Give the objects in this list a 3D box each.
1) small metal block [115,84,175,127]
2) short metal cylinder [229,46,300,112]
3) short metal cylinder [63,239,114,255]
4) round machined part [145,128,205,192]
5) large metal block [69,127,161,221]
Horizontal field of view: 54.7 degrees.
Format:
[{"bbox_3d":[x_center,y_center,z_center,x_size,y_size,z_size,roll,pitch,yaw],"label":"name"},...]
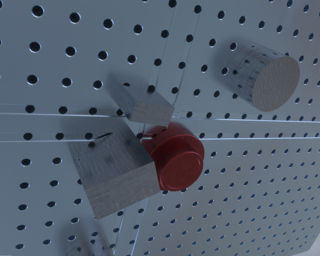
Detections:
[{"bbox_3d":[-0.019,-0.027,0.370,0.050,0.050,0.025,8,114,-32],"label":"small metal block"},{"bbox_3d":[0.146,-0.069,0.434,0.081,0.050,0.079,-14,125,-21],"label":"short metal cylinder"},{"bbox_3d":[-0.106,0.218,0.473,0.081,0.050,0.079,-14,125,-21],"label":"short metal cylinder"},{"bbox_3d":[0.023,0.052,0.447,0.099,0.042,0.097,-14,124,-21],"label":"round machined part"},{"bbox_3d":[-0.056,0.052,0.378,0.081,0.080,0.050,-21,127,-16],"label":"large metal block"}]
